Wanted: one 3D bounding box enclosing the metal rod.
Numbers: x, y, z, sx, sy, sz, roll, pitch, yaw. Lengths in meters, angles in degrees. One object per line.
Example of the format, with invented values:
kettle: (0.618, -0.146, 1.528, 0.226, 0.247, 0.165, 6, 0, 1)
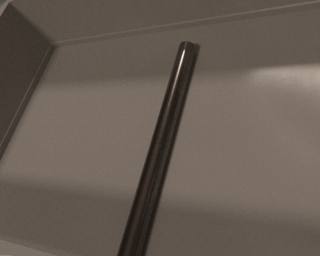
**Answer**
metal rod: (0.003, 0.013, 0.395, 0.025, 0.025, 0.300, 2, 62, 29)
